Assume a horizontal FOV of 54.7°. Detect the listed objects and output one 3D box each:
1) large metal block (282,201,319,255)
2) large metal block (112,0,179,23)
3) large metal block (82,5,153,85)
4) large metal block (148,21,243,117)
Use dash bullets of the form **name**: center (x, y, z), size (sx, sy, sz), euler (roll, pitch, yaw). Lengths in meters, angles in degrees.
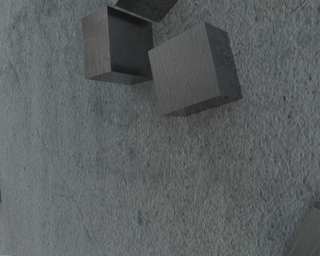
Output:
- **large metal block**: center (0.154, 0.117, 0.261), size (0.080, 0.050, 0.079), euler (34, 111, 35)
- **large metal block**: center (-0.029, -0.190, 0.393), size (0.050, 0.081, 0.080), euler (-42, 65, 32)
- **large metal block**: center (-0.054, -0.105, 0.414), size (0.050, 0.081, 0.080), euler (-7, 86, 40)
- **large metal block**: center (0.039, -0.062, 0.356), size (0.080, 0.050, 0.080), euler (-18, 79, 38)
